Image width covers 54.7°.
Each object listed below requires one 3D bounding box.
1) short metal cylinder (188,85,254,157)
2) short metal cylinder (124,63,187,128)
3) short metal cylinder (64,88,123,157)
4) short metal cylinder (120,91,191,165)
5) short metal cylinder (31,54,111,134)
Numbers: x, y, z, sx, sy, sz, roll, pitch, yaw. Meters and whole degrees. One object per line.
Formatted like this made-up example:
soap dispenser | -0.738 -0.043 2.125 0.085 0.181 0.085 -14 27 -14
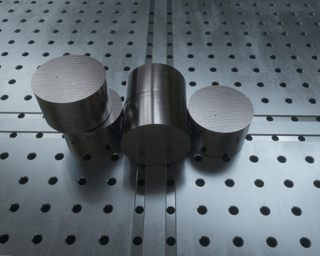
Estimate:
short metal cylinder | 0.075 -0.009 0.399 0.081 0.050 0.080 0 50 0
short metal cylinder | -0.006 -0.037 0.403 0.081 0.080 0.050 1 51 0
short metal cylinder | -0.087 -0.010 0.399 0.081 0.050 0.080 0 50 0
short metal cylinder | -0.005 0.002 0.370 0.081 0.080 0.050 -1 50 -1
short metal cylinder | -0.099 -0.040 0.357 0.081 0.050 0.080 0 50 0
